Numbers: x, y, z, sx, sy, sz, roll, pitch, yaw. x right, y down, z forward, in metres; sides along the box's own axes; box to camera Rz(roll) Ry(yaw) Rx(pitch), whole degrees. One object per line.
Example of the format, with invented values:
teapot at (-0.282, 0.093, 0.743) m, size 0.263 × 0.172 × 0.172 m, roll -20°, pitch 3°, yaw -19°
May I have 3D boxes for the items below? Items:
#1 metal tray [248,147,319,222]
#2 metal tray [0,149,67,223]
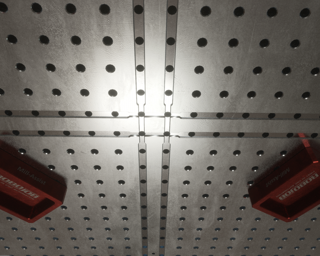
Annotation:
metal tray at (0.219, 0.095, 0.492) m, size 0.090 × 0.030 × 0.129 m, roll 27°, pitch 125°, yaw -21°
metal tray at (-0.227, 0.094, 0.485) m, size 0.090 × 0.030 × 0.130 m, roll -34°, pitch 123°, yaw 25°
